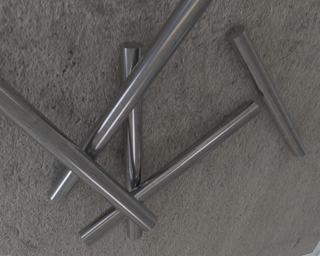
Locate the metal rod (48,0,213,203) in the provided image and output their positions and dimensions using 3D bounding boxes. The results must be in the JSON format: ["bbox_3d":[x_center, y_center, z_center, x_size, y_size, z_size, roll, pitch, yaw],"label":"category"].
[{"bbox_3d":[-0.041,-0.026,0.340,0.025,0.025,0.299,23,115,-37],"label":"metal rod"}]

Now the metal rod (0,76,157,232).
[{"bbox_3d":[-0.101,0.023,0.328,0.025,0.025,0.300,-41,118,0],"label":"metal rod"}]

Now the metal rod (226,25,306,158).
[{"bbox_3d":[0.175,-0.037,0.478,0.025,0.025,0.300,-44,129,2],"label":"metal rod"}]

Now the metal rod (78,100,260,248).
[{"bbox_3d":[0.022,0.055,0.428,0.301,0.025,0.025,-36,130,-14],"label":"metal rod"}]

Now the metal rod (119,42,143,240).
[{"bbox_3d":[-0.035,0.038,0.410,0.025,0.025,0.298,-12,124,-22],"label":"metal rod"}]
